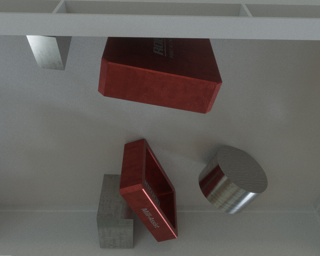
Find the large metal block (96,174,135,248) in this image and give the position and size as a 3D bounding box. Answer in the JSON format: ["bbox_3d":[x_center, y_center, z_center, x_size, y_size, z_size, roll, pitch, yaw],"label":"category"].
[{"bbox_3d":[-0.065,0.129,0.482,0.050,0.080,0.079,2,130,-3],"label":"large metal block"}]

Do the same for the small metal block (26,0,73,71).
[{"bbox_3d":[-0.105,-0.092,0.302,0.025,0.050,0.050,6,155,-5],"label":"small metal block"}]

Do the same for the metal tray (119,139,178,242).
[{"bbox_3d":[-0.012,0.090,0.442,0.030,0.090,0.130,-17,128,14],"label":"metal tray"}]

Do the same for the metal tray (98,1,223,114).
[{"bbox_3d":[-0.001,-0.070,0.281,0.091,0.130,0.030,9,129,-8],"label":"metal tray"}]

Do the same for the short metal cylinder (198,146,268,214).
[{"bbox_3d":[0.102,0.072,0.436,0.081,0.080,0.050,19,127,-16],"label":"short metal cylinder"}]
